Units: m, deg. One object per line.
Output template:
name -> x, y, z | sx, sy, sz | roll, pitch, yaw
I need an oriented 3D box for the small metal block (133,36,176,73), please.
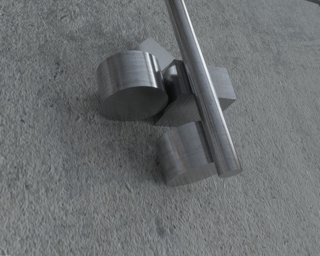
small metal block -> -0.014, -0.100, 0.458 | 0.050, 0.025, 0.050 | 42, 51, 0

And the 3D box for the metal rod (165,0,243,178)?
metal rod -> 0.039, -0.086, 0.374 | 0.025, 0.025, 0.299 | 1, 61, -28

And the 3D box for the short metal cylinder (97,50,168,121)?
short metal cylinder -> -0.034, -0.049, 0.380 | 0.081, 0.080, 0.050 | 1, 62, -28

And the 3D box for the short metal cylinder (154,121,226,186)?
short metal cylinder -> 0.039, 0.032, 0.370 | 0.081, 0.080, 0.050 | -5, 65, -31

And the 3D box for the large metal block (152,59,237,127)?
large metal block -> 0.040, -0.041, 0.415 | 0.081, 0.080, 0.050 | 3, 60, -27
